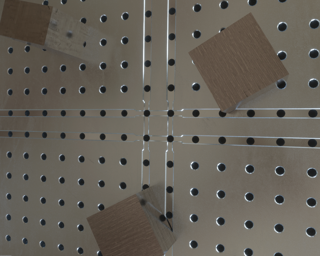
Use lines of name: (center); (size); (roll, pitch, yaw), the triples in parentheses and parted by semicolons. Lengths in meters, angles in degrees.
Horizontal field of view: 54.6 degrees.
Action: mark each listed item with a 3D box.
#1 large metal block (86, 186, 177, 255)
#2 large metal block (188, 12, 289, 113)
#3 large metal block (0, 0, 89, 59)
large metal block: (-0.037, 0.135, 0.413); (0.080, 0.050, 0.080); (-29, 81, 17)
large metal block: (0.093, -0.072, 0.367); (0.080, 0.050, 0.080); (-30, 80, 17)
large metal block: (-0.163, -0.140, 0.442); (0.080, 0.080, 0.050); (17, 96, 19)
